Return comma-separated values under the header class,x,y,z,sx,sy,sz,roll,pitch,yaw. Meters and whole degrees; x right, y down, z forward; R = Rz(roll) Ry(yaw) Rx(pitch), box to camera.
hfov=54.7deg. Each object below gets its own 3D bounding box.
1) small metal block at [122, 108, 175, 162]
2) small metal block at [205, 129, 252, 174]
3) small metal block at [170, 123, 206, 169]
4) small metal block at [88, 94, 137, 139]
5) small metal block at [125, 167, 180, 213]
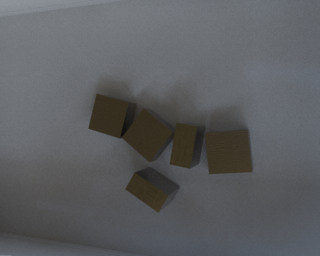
class,x,y,z,sx,sy,sz,roll,pitch,yaw
small metal block,-0.013,0.009,0.411,0.050,0.025,0.050,40,102,15
small metal block,0.085,0.029,0.378,0.050,0.025,0.050,-6,88,19
small metal block,0.035,0.020,0.382,0.025,0.050,0.050,10,93,19
small metal block,-0.066,-0.016,0.430,0.050,0.025,0.050,16,95,19
small metal block,-0.008,0.077,0.397,0.050,0.050,0.025,32,101,16
